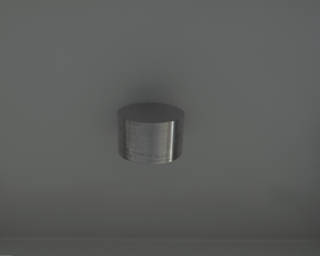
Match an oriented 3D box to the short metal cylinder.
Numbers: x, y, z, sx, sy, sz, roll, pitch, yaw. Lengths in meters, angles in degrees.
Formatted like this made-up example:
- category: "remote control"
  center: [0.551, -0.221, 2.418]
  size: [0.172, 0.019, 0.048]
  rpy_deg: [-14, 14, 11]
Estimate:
- category: "short metal cylinder"
  center: [-0.011, 0.004, 0.380]
  size: [0.080, 0.080, 0.050]
  rpy_deg: [2, 110, -1]
